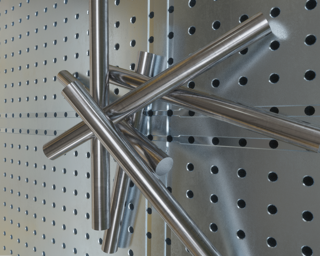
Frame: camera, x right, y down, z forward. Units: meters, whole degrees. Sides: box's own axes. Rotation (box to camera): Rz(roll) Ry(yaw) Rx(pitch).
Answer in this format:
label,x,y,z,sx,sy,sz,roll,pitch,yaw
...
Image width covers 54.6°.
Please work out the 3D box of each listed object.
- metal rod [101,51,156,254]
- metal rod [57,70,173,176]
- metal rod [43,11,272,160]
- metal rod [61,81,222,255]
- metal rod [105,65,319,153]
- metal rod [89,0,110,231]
label,x,y,z,sx,sy,sz,roll,pitch,yaw
metal rod,-0.048,0.041,0.449,0.025,0.025,0.298,19,102,38
metal rod,-0.083,-0.024,0.453,0.300,0.025,0.025,37,113,42
metal rod,-0.018,-0.038,0.360,0.300,0.025,0.025,-29,71,17
metal rod,-0.007,0.069,0.346,0.300,0.025,0.025,50,122,3
metal rod,0.031,-0.035,0.364,0.300,0.025,0.025,21,104,31
metal rod,-0.079,-0.015,0.408,0.025,0.025,0.298,4,95,40
